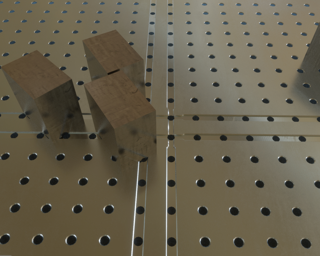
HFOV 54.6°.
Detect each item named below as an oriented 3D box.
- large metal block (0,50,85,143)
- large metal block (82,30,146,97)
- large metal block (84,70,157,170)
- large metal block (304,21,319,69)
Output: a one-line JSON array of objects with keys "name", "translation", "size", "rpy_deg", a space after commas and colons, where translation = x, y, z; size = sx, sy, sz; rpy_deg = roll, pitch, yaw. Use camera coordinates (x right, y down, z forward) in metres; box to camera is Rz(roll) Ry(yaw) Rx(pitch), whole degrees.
[{"name": "large metal block", "translation": [-0.151, -0.042, 0.406], "size": [0.050, 0.080, 0.080], "rpy_deg": [-37, 59, -27]}, {"name": "large metal block", "translation": [-0.063, -0.077, 0.437], "size": [0.050, 0.080, 0.080], "rpy_deg": [-25, 55, -19]}, {"name": "large metal block", "translation": [-0.047, -0.010, 0.380], "size": [0.050, 0.080, 0.080], "rpy_deg": [-26, 55, -20]}, {"name": "large metal block", "translation": [0.285, -0.127, 0.480], "size": [0.050, 0.080, 0.080], "rpy_deg": [-25, 54, -19]}]
